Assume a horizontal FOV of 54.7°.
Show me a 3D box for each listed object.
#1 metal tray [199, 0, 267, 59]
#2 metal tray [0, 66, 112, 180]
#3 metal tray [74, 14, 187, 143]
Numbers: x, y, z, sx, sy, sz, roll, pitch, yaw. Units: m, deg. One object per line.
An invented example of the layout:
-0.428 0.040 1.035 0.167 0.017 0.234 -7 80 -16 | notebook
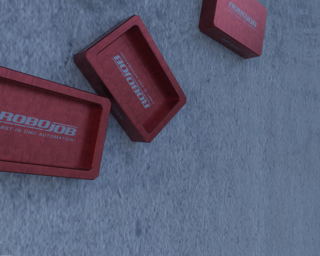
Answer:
0.123 -0.179 0.507 0.131 0.030 0.090 16 80 -39 | metal tray
-0.117 0.000 0.303 0.131 0.030 0.090 15 81 -39 | metal tray
-0.030 -0.057 0.377 0.090 0.030 0.130 -48 119 -29 | metal tray
